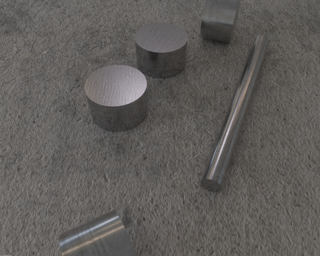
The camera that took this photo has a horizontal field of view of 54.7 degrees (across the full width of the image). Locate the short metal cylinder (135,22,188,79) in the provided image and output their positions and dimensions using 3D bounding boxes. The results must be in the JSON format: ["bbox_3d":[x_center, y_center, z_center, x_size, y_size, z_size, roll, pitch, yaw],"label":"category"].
[{"bbox_3d":[0.002,-0.123,0.490,0.081,0.050,0.080,0,50,0],"label":"short metal cylinder"}]

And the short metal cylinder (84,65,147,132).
[{"bbox_3d":[-0.057,-0.041,0.421,0.081,0.050,0.080,0,50,0],"label":"short metal cylinder"}]

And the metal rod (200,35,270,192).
[{"bbox_3d":[0.115,-0.041,0.438,0.025,0.025,0.301,18,52,14],"label":"metal rod"}]

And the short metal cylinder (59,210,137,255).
[{"bbox_3d":[-0.048,0.119,0.267,0.050,0.080,0.080,-22,54,-17],"label":"short metal cylinder"}]

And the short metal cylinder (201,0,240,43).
[{"bbox_3d":[0.104,-0.190,0.528,0.050,0.080,0.080,15,52,12],"label":"short metal cylinder"}]
